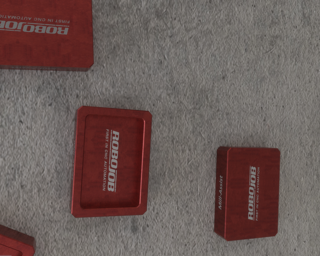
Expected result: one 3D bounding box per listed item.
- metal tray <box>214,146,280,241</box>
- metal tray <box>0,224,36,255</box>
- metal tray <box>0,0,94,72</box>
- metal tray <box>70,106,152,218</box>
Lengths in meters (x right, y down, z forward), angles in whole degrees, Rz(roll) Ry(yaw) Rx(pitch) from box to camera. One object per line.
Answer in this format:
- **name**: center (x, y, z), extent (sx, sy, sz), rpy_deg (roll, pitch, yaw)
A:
- **metal tray**: center (0.128, 0.093, 0.454), extent (0.091, 0.030, 0.129), rpy_deg (2, 89, -20)
- **metal tray**: center (-0.207, 0.167, 0.330), extent (0.090, 0.030, 0.130), rpy_deg (30, 80, -18)
- **metal tray**: center (-0.145, -0.113, 0.353), extent (0.131, 0.030, 0.089), rpy_deg (-2, 91, -20)
- **metal tray**: center (-0.060, 0.041, 0.383), extent (0.091, 0.030, 0.129), rpy_deg (4, 89, -20)
